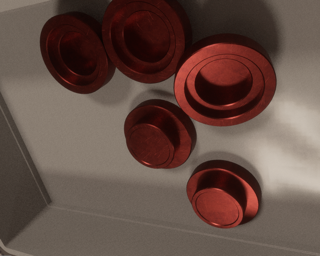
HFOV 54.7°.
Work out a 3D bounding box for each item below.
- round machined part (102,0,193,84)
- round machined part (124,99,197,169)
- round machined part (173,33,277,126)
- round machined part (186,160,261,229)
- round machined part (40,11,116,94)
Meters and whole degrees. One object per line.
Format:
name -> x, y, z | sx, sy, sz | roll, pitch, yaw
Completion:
round machined part -> -0.010, -0.102, 0.339 | 0.098, 0.042, 0.097 | 13, 124, 20
round machined part -> -0.005, 0.015, 0.408 | 0.098, 0.042, 0.097 | 13, 124, 20
round machined part -> 0.064, -0.052, 0.318 | 0.099, 0.042, 0.097 | 4, 132, 4
round machined part -> 0.081, 0.094, 0.412 | 0.098, 0.042, 0.097 | 13, 124, 20
round machined part -> -0.097, -0.095, 0.388 | 0.098, 0.042, 0.097 | 13, 124, 20
